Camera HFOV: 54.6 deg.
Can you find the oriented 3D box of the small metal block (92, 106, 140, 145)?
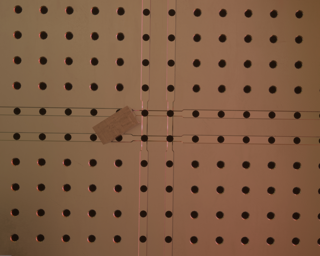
[{"bbox_3d":[-0.054,-0.004,0.401,0.050,0.050,0.025,-32,90,0],"label":"small metal block"}]
